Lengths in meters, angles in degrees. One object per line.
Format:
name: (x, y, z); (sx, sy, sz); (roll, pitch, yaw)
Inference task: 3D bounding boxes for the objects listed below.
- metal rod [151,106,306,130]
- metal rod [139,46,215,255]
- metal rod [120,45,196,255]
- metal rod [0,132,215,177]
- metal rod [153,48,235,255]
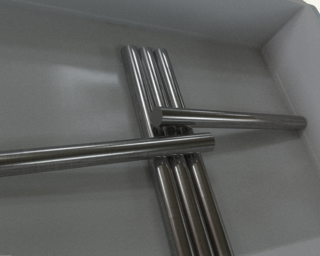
metal rod: (0.120, -0.011, 0.455); (0.302, 0.025, 0.025); (1, 61, -35)
metal rod: (0.014, 0.018, 0.402); (0.025, 0.025, 0.299); (-1, 62, -29)
metal rod: (-0.008, 0.019, 0.390); (0.025, 0.025, 0.299); (-1, 62, -29)
metal rod: (-0.076, 0.028, 0.326); (0.303, 0.025, 0.025); (-4, 64, -24)
metal rod: (0.036, 0.018, 0.414); (0.025, 0.025, 0.299); (-1, 62, -29)
